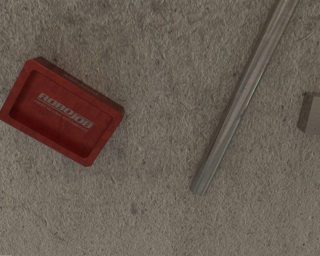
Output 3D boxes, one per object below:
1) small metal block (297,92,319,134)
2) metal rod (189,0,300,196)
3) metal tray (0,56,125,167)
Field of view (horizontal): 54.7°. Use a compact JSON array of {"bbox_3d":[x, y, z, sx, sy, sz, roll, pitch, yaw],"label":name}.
[{"bbox_3d":[0.215,-0.019,0.406,0.050,0.025,0.050,3,110,-2],"label":"small metal block"},{"bbox_3d":[0.105,-0.041,0.396,0.025,0.025,0.298,19,109,-7],"label":"metal rod"},{"bbox_3d":[-0.124,-0.019,0.398,0.130,0.030,0.090,32,107,-12],"label":"metal tray"}]
